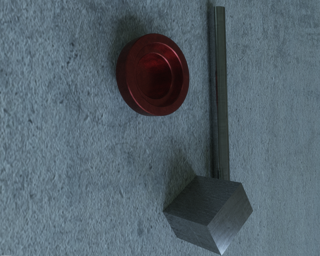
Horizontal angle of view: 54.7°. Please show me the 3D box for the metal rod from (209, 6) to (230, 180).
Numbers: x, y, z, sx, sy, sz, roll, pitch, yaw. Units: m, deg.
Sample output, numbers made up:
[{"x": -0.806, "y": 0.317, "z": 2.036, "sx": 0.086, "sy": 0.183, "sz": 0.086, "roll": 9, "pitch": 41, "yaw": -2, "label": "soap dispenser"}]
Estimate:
[{"x": 0.093, "y": -0.034, "z": 0.482, "sx": 0.025, "sy": 0.025, "sz": 0.298, "roll": -4, "pitch": 92, "yaw": -40, "label": "metal rod"}]

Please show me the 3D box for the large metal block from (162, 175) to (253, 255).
[{"x": 0.066, "y": 0.114, "z": 0.424, "sx": 0.080, "sy": 0.080, "sz": 0.050, "roll": -40, "pitch": 115, "yaw": -33, "label": "large metal block"}]

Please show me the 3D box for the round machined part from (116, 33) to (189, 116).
[{"x": -0.013, "y": -0.063, "z": 0.383, "sx": 0.099, "sy": 0.042, "sz": 0.097, "roll": 0, "pitch": 90, "yaw": -40, "label": "round machined part"}]
